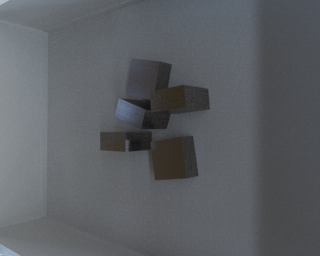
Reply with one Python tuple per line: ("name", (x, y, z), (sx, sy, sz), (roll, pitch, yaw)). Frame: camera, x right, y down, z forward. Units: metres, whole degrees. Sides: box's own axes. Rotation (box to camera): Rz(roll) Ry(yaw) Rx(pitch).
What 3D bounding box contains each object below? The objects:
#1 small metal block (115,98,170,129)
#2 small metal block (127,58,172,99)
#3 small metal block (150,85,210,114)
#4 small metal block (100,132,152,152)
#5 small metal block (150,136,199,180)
("small metal block", (-0.022, -0.019, 0.409), (0.050, 0.050, 0.025), (25, 106, 37))
("small metal block", (-0.015, -0.065, 0.420), (0.050, 0.025, 0.050), (16, 100, 39))
("small metal block", (0.024, -0.033, 0.371), (0.050, 0.050, 0.025), (-7, 86, 40))
("small metal block", (-0.047, 0.018, 0.429), (0.050, 0.050, 0.025), (0, 90, 40))
("small metal block", (0.018, 0.039, 0.392), (0.050, 0.025, 0.050), (-12, 83, 39))
